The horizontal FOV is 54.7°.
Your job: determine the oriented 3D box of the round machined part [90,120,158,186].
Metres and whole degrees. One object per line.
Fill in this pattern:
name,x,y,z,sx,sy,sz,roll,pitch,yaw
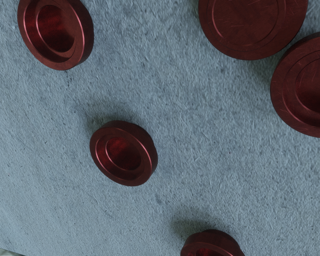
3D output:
round machined part,-0.047,0.032,0.440,0.098,0.042,0.097,13,124,21

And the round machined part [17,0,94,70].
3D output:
round machined part,-0.122,-0.125,0.383,0.098,0.042,0.097,13,124,21

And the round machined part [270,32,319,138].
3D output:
round machined part,0.157,-0.042,0.287,0.098,0.042,0.097,13,124,21

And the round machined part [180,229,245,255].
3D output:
round machined part,0.084,0.194,0.472,0.098,0.042,0.097,13,124,21

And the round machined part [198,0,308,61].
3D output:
round machined part,0.082,-0.109,0.285,0.098,0.042,0.097,13,124,21
